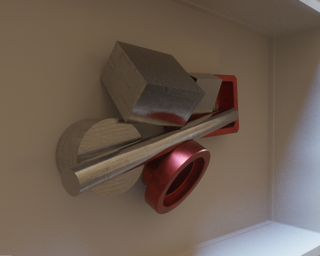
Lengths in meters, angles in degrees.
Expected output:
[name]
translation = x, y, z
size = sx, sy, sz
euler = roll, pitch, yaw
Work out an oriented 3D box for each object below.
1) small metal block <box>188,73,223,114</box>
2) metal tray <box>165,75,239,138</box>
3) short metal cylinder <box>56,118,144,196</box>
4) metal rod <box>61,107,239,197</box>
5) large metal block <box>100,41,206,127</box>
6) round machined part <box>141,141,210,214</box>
[small metal block]
translation = 0.053, -0.048, 0.423
size = 0.050, 0.025, 0.050
euler = -6, 120, -40
[metal tray]
translation = 0.064, -0.033, 0.456
size = 0.131, 0.030, 0.089
euler = -6, 94, -40
[short metal cylinder]
translation = -0.063, 0.030, 0.336
size = 0.081, 0.050, 0.079
euler = 0, 90, -40
[metal rod]
translation = 0.019, 0.012, 0.369
size = 0.302, 0.025, 0.025
euler = -20, 103, -49
[large metal block]
translation = -0.010, -0.049, 0.352
size = 0.081, 0.080, 0.050
euler = 4, 130, -39
[round machined part]
translation = 0.015, 0.056, 0.388
size = 0.099, 0.042, 0.097
euler = -38, 149, -27
